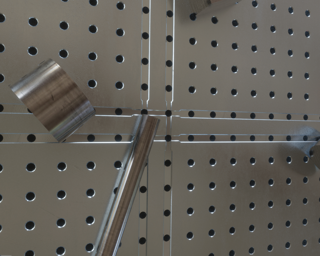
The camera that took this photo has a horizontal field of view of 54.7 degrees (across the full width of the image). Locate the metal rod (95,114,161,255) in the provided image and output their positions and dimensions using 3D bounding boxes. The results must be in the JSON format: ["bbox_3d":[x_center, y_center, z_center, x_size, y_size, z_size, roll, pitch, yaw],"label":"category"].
[{"bbox_3d":[-0.057,0.127,0.391,0.025,0.025,0.299,20,83,-19],"label":"metal rod"}]

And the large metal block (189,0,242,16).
[{"bbox_3d":[0.078,-0.212,0.428,0.081,0.050,0.080,-24,98,-19],"label":"large metal block"}]

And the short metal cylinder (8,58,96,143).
[{"bbox_3d":[-0.117,-0.029,0.340,0.050,0.080,0.080,-42,103,-15],"label":"short metal cylinder"}]

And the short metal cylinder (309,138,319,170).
[{"bbox_3d":[0.289,0.041,0.490,0.050,0.080,0.080,-41,103,-15],"label":"short metal cylinder"}]
